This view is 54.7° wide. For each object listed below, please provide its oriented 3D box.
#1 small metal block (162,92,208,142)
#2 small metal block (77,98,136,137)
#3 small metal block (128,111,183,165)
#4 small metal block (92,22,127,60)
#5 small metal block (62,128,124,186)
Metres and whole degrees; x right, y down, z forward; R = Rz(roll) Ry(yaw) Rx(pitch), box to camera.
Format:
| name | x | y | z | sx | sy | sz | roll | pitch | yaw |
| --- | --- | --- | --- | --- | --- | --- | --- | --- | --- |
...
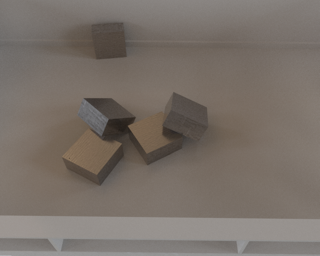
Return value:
| name | x | y | z | sx | sy | sz | roll | pitch | yaw |
| --- | --- | --- | --- | --- | --- | --- | --- | --- | --- |
| small metal block | 0.033 | -0.015 | 0.398 | 0.050 | 0.025 | 0.050 | 24 | 31 | -9 |
| small metal block | -0.069 | -0.015 | 0.402 | 0.050 | 0.025 | 0.050 | 37 | 24 | 27 |
| small metal block | -0.006 | 0.012 | 0.395 | 0.050 | 0.025 | 0.050 | -24 | 54 | -19 |
| small metal block | -0.083 | -0.142 | 0.508 | 0.050 | 0.050 | 0.025 | -6 | 51 | -5 |
| small metal block | -0.080 | 0.034 | 0.376 | 0.050 | 0.025 | 0.050 | 23 | 54 | 18 |
